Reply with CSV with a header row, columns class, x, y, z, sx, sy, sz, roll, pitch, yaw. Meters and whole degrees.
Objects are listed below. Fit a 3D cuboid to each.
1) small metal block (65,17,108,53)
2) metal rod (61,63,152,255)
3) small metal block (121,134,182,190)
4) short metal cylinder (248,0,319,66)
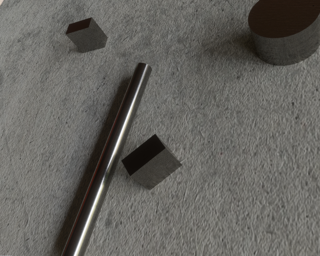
class,x,y,z,sx,sy,sz,roll,pitch,yaw
small metal block,-0.131,-0.166,0.559,0.050,0.050,0.025,-7,59,24
metal rod,-0.067,0.039,0.414,0.025,0.025,0.300,4,63,30
small metal block,-0.009,0.041,0.367,0.050,0.050,0.025,-39,51,2
short metal cylinder,0.155,-0.125,0.383,0.080,0.050,0.080,-13,56,21
